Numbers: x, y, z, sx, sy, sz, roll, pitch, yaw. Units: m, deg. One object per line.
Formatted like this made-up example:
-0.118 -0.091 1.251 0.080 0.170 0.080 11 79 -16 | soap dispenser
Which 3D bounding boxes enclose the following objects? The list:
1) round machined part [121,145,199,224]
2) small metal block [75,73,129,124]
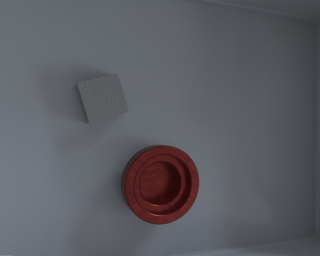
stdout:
-0.003 0.070 0.402 0.099 0.042 0.097 0 90 -21 | round machined part
-0.072 -0.036 0.385 0.050 0.025 0.050 -18 96 -20 | small metal block
